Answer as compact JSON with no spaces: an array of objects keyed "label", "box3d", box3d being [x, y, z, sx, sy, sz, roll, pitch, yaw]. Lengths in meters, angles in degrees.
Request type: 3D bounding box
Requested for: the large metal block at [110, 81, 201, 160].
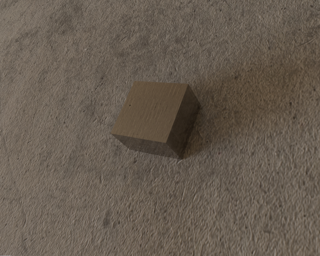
[{"label":"large metal block","box3d":[-0.003,-0.011,0.397,0.080,0.050,0.080,8,66,31]}]
